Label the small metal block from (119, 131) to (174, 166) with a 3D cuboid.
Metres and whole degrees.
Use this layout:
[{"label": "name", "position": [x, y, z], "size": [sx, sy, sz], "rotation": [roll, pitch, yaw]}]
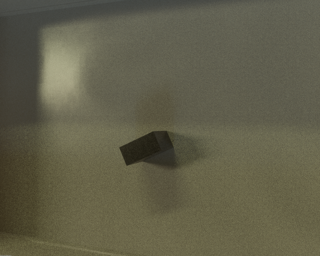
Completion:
[{"label": "small metal block", "position": [-0.016, 0.025, 0.402], "size": [0.050, 0.050, 0.025], "rotation": [-26, 82, 18]}]
